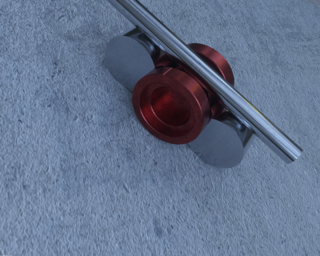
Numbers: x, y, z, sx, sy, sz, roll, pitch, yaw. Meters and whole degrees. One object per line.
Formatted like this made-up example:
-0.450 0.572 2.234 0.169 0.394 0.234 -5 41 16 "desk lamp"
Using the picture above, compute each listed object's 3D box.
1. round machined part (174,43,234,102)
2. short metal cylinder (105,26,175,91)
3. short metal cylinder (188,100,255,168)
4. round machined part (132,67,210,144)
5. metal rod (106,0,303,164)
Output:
0.047 -0.062 0.424 0.098 0.098 0.042 43 55 1 "round machined part"
-0.025 -0.094 0.415 0.080 0.080 0.050 43 51 1 "short metal cylinder"
0.082 0.007 0.412 0.080 0.080 0.050 43 51 1 "short metal cylinder"
0.017 -0.031 0.387 0.098 0.097 0.042 43 47 1 "round machined part"
0.050 -0.067 0.373 0.300 0.025 0.025 42 51 0 "metal rod"
